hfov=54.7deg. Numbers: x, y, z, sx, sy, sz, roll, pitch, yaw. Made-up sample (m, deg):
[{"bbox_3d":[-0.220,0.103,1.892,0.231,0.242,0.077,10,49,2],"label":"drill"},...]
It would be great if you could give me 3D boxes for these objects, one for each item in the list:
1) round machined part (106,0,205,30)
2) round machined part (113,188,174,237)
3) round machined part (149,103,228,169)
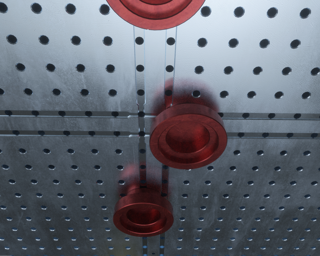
[{"bbox_3d":[-0.004,-0.143,0.279,0.099,0.042,0.097,-1,130,0],"label":"round machined part"},{"bbox_3d":[-0.027,0.137,0.517,0.099,0.042,0.097,-1,130,0],"label":"round machined part"},{"bbox_3d":[0.036,0.007,0.407,0.099,0.042,0.097,-1,130,0],"label":"round machined part"}]
